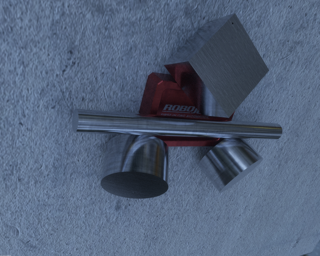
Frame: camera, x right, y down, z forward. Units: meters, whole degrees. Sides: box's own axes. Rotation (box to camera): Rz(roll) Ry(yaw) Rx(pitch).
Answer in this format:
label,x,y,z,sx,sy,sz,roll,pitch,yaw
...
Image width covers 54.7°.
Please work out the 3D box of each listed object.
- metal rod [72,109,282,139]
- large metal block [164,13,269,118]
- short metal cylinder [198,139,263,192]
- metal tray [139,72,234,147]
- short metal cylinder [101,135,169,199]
label,x,y,z,sx,sy,sz,roll,pitch,yaw
metal rod,0.044,-0.001,0.393,0.302,0.025,0.025,3,117,-30
large metal block,0.066,-0.069,0.357,0.080,0.050,0.080,-48,115,-16
short metal cylinder,0.104,0.052,0.460,0.080,0.050,0.080,-32,158,-15
metal tray,0.038,-0.021,0.414,0.131,0.030,0.089,2,118,-29
short metal cylinder,-0.029,0.049,0.383,0.080,0.050,0.080,1,146,1
